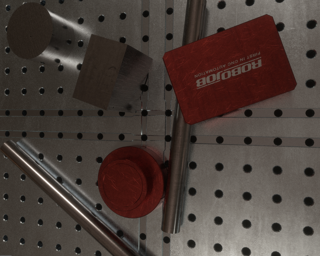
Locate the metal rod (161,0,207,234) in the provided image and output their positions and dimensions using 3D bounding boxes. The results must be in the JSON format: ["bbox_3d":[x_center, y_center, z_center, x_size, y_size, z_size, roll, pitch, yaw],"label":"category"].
[{"bbox_3d":[0.030,-0.014,0.401,0.025,0.025,0.298,7,92,19],"label":"metal rod"}]

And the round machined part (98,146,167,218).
[{"bbox_3d":[-0.041,0.073,0.417,0.098,0.042,0.097,0,90,19],"label":"round machined part"}]

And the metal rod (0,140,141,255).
[{"bbox_3d":[-0.128,0.115,0.456,0.300,0.025,0.025,37,102,16],"label":"metal rod"}]

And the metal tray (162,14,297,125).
[{"bbox_3d":[0.079,-0.065,0.365,0.130,0.030,0.090,-19,89,7],"label":"metal tray"}]

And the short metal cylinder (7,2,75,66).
[{"bbox_3d":[-0.176,-0.137,0.460,0.080,0.050,0.079,0,90,19],"label":"short metal cylinder"}]

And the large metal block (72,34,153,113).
[{"bbox_3d":[-0.058,-0.067,0.403,0.050,0.080,0.080,21,97,18],"label":"large metal block"}]
